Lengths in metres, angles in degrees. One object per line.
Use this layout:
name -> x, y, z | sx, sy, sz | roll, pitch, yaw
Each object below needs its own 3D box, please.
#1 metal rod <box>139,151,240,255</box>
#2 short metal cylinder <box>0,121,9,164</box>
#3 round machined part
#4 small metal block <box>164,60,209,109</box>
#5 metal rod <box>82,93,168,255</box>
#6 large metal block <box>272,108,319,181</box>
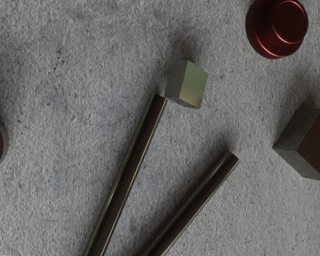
metal rod -> 0.007, 0.149, 0.412 | 0.025, 0.025, 0.301 | 47, 75, -15
short metal cylinder -> -0.204, 0.017, 0.320 | 0.081, 0.050, 0.079 | 0, 90, -21
round machined part -> 0.183, -0.157, 0.469 | 0.099, 0.042, 0.097 | 0, 90, -21
small metal block -> 0.036, -0.057, 0.412 | 0.050, 0.025, 0.050 | 20, 82, -49
metal rod -> -0.057, 0.097, 0.388 | 0.025, 0.025, 0.299 | 25, 82, -19
large metal block -> 0.239, 0.026, 0.486 | 0.080, 0.050, 0.080 | 40, 77, -16
